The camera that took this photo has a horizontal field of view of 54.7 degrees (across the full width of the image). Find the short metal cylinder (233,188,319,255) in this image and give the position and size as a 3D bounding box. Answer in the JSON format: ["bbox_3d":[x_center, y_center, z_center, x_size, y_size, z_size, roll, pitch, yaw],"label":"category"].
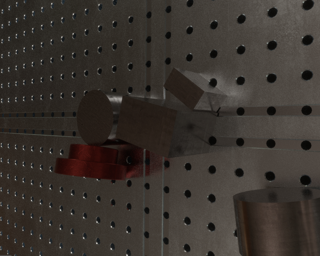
[{"bbox_3d":[0.110,0.085,0.282,0.080,0.081,0.050,-9,84,39],"label":"short metal cylinder"}]

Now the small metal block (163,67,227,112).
[{"bbox_3d":[0.041,-0.043,0.358,0.050,0.050,0.025,44,116,30],"label":"small metal block"}]

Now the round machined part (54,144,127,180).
[{"bbox_3d":[-0.095,0.048,0.440,0.098,0.099,0.042,-1,79,39],"label":"round machined part"}]

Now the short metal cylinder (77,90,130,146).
[{"bbox_3d":[-0.076,-0.014,0.454,0.080,0.050,0.079,0,90,39],"label":"short metal cylinder"}]

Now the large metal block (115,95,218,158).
[{"bbox_3d":[0.008,-0.004,0.365,0.080,0.081,0.050,18,102,38],"label":"large metal block"}]
